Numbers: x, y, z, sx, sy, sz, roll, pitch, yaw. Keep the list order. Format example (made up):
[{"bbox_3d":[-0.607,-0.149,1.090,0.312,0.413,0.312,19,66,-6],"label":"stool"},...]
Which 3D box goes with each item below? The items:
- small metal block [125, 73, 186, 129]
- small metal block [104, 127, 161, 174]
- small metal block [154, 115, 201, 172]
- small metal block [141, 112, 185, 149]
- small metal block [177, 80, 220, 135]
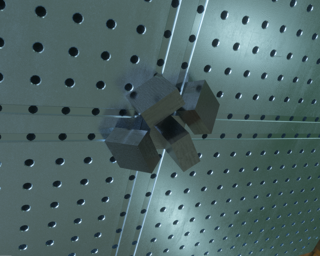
[{"bbox_3d":[-0.006,-0.034,0.370,0.050,0.050,0.025,-35,129,-5],"label":"small metal block"},{"bbox_3d":[-0.034,0.028,0.389,0.025,0.050,0.050,-58,140,-37],"label":"small metal block"},{"bbox_3d":[0.020,0.018,0.384,0.025,0.050,0.050,-32,129,-8],"label":"small metal block"},{"bbox_3d":[0.004,0.000,0.412,0.050,0.025,0.050,0,118,-30],"label":"small metal block"},{"bbox_3d":[0.052,-0.026,0.405,0.050,0.025,0.050,50,49,-39],"label":"small metal block"}]
